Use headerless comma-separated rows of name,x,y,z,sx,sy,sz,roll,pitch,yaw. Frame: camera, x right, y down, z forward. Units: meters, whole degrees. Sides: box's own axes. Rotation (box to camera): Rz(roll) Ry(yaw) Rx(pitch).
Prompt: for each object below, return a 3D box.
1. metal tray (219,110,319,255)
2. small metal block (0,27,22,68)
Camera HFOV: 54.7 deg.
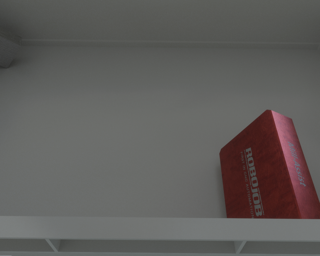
metal tray,0.104,0.057,0.313,0.030,0.089,0.130,19,47,-20
small metal block,-0.251,-0.127,0.479,0.050,0.050,0.025,21,36,-40
